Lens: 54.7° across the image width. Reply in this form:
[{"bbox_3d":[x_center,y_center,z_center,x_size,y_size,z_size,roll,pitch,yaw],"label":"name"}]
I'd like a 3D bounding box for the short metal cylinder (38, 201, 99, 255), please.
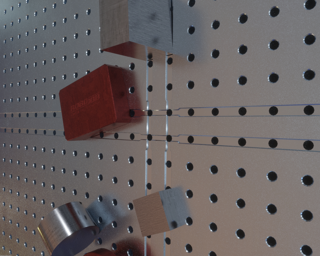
[{"bbox_3d":[-0.145,0.164,0.494,0.050,0.081,0.080,47,118,30],"label":"short metal cylinder"}]

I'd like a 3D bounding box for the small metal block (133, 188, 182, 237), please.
[{"bbox_3d":[-0.004,0.113,0.413,0.050,0.025,0.050,-27,73,36],"label":"small metal block"}]

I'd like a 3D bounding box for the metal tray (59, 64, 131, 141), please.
[{"bbox_3d":[-0.108,-0.036,0.496,0.130,0.030,0.090,-18,78,38],"label":"metal tray"}]

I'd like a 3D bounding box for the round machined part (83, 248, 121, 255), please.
[{"bbox_3d":[-0.078,0.229,0.463,0.098,0.042,0.097,0,90,40],"label":"round machined part"}]

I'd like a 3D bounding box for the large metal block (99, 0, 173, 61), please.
[{"bbox_3d":[-0.030,-0.137,0.398,0.050,0.081,0.080,-4,88,40],"label":"large metal block"}]
